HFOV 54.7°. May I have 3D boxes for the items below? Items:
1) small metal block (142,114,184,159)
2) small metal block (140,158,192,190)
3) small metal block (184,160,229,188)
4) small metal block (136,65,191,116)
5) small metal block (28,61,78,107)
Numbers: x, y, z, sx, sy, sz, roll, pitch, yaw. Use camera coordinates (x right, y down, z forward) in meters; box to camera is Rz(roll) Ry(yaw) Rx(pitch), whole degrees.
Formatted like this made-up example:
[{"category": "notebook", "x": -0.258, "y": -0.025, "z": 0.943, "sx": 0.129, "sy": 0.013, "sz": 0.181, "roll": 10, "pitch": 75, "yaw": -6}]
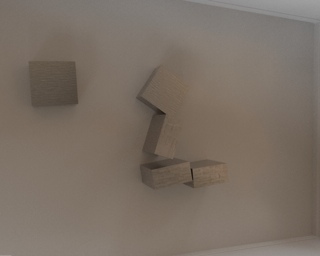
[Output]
[{"category": "small metal block", "x": 0.003, "y": 0.011, "z": 0.399, "sx": 0.025, "sy": 0.050, "sz": 0.050, "roll": 19, "pitch": 84, "yaw": -20}, {"category": "small metal block", "x": 0.007, "y": 0.058, "z": 0.401, "sx": 0.050, "sy": 0.050, "sz": 0.025, "roll": -10, "pitch": 94, "yaw": -20}, {"category": "small metal block", "x": 0.057, "y": 0.061, "z": 0.420, "sx": 0.050, "sy": 0.050, "sz": 0.025, "roll": -6, "pitch": 92, "yaw": -20}, {"category": "small metal block", "x": 0.005, "y": -0.047, "z": 0.413, "sx": 0.050, "sy": 0.025, "sz": 0.050, "roll": 35, "pitch": 79, "yaw": -17}, {"category": "small metal block", "x": -0.125, "y": -0.051, "z": 0.365, "sx": 0.050, "sy": 0.025, "sz": 0.050, "roll": -4, "pitch": 92, "yaw": -20}]
